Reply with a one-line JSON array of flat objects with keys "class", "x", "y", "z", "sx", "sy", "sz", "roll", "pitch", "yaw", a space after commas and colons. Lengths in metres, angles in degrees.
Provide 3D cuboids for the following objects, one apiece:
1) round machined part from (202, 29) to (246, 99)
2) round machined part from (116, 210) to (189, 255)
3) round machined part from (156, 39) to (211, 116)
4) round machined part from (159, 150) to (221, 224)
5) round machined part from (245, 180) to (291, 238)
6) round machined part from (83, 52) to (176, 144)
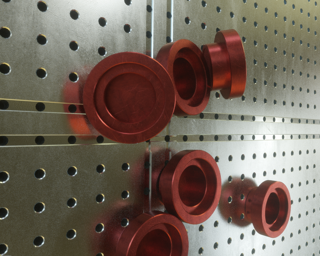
[{"class": "round machined part", "x": 0.088, "y": -0.090, "z": 0.447, "sx": 0.042, "sy": 0.098, "sz": 0.097, "roll": -9, "pitch": 97, "yaw": -1}, {"class": "round machined part", "x": -0.014, "y": 0.152, "z": 0.386, "sx": 0.099, "sy": 0.042, "sz": 0.097, "roll": 0, "pitch": 90, "yaw": -40}, {"class": "round machined part", "x": 0.024, "y": -0.063, "z": 0.409, "sx": 0.099, "sy": 0.042, "sz": 0.098, "roll": 8, "pitch": 80, "yaw": -50}, {"class": "round machined part", "x": 0.037, "y": 0.079, "z": 0.426, "sx": 0.099, "sy": 0.042, "sz": 0.098, "roll": 3, "pitch": 85, "yaw": -41}, {"class": "round machined part", "x": 0.191, "y": 0.142, "z": 0.557, "sx": 0.099, "sy": 0.042, "sz": 0.097, "roll": 0, "pitch": 90, "yaw": -40}, {"class": "round machined part", "x": -0.034, "y": -0.034, "z": 0.349, "sx": 0.099, "sy": 0.042, "sz": 0.097, "roll": -1, "pitch": 98, "yaw": -4}]
